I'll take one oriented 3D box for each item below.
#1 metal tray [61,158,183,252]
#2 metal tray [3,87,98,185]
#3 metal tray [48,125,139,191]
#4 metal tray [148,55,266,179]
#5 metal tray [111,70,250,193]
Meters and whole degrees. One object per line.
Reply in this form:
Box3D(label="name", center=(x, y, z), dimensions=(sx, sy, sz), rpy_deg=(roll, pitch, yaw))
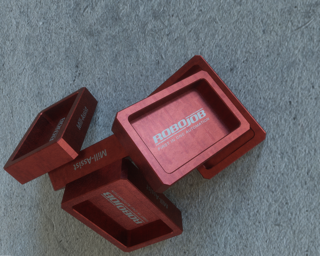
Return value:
Box3D(label="metal tray", center=(-0.041, 0.100, 0.377), dimensions=(0.090, 0.130, 0.030), rpy_deg=(-26, 37, 18))
Box3D(label="metal tray", center=(-0.137, 0.005, 0.407), dimensions=(0.090, 0.130, 0.030), rpy_deg=(-25, 120, 18))
Box3D(label="metal tray", center=(-0.065, 0.037, 0.397), dimensions=(0.130, 0.090, 0.030), rpy_deg=(-26, 82, 18))
Box3D(label="metal tray", center=(0.056, -0.014, 0.387), dimensions=(0.090, 0.030, 0.130), rpy_deg=(-40, 78, 15))
Box3D(label="metal tray", center=(0.025, -0.001, 0.341), dimensions=(0.131, 0.030, 0.090), rpy_deg=(-30, 77, -28))
